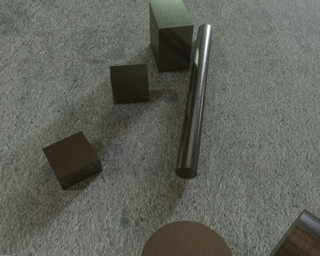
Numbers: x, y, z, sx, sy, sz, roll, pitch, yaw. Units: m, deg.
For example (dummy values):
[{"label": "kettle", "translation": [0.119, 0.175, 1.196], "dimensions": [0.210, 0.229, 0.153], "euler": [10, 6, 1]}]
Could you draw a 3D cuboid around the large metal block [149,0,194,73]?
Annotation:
[{"label": "large metal block", "translation": [0.015, -0.147, 0.491], "dimensions": [0.050, 0.080, 0.080], "euler": [-8, 51, -7]}]

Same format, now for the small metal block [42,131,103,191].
[{"label": "small metal block", "translation": [-0.104, 0.038, 0.370], "dimensions": [0.050, 0.025, 0.050], "euler": [-27, 55, -21]}]

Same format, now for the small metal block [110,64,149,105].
[{"label": "small metal block", "translation": [-0.042, -0.062, 0.438], "dimensions": [0.050, 0.050, 0.025], "euler": [-5, 51, -5]}]

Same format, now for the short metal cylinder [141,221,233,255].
[{"label": "short metal cylinder", "translation": [0.023, 0.131, 0.277], "dimensions": [0.081, 0.050, 0.080], "euler": [0, 50, 0]}]

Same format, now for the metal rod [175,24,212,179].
[{"label": "metal rod", "translation": [0.055, -0.060, 0.454], "dimensions": [0.025, 0.025, 0.300], "euler": [8, 50, 6]}]

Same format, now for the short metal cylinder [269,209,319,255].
[{"label": "short metal cylinder", "translation": [0.126, 0.119, 0.270], "dimensions": [0.050, 0.080, 0.080], "euler": [36, 59, 26]}]
